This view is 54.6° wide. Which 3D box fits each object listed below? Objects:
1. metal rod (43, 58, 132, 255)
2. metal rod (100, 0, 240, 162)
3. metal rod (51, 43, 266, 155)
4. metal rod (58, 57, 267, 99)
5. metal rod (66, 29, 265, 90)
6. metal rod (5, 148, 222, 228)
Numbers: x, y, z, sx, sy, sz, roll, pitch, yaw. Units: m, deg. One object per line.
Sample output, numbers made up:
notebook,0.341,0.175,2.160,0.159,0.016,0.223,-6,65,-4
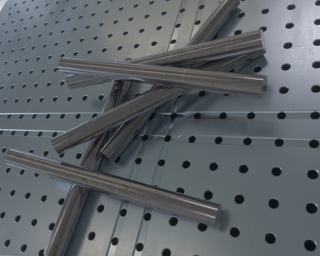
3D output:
metal rod,-0.089,0.027,0.440,0.025,0.025,0.300,4,63,30
metal rod,0.019,-0.078,0.446,0.025,0.025,0.300,31,79,38
metal rod,-0.003,-0.042,0.410,0.301,0.025,0.025,-26,52,1
metal rod,-0.017,-0.070,0.403,0.300,0.025,0.025,12,68,29
metal rod,-0.012,-0.089,0.431,0.300,0.025,0.025,-6,59,28
metal rod,-0.075,0.066,0.382,0.300,0.025,0.025,10,67,24
